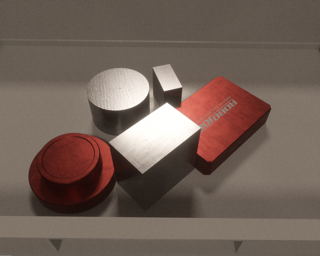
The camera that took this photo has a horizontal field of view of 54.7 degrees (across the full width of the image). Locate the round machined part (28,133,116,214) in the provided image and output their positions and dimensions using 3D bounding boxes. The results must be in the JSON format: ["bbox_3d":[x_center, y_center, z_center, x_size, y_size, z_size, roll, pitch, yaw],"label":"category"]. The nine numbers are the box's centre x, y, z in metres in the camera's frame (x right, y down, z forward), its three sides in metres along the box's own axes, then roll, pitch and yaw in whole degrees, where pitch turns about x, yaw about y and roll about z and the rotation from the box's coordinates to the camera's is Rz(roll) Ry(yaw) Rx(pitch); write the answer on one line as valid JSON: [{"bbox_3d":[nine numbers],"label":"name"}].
[{"bbox_3d":[-0.100,0.044,0.356,0.099,0.042,0.098,0,50,0],"label":"round machined part"}]

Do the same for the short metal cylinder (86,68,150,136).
[{"bbox_3d":[-0.054,-0.036,0.418,0.081,0.050,0.080,0,50,0],"label":"short metal cylinder"}]

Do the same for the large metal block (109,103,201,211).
[{"bbox_3d":[-0.004,0.032,0.342,0.080,0.080,0.050,-36,59,-26],"label":"large metal block"}]

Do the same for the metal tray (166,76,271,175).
[{"bbox_3d":[0.071,-0.009,0.410,0.131,0.030,0.090,-37,59,-27],"label":"metal tray"}]

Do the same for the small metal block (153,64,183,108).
[{"bbox_3d":[0.009,-0.052,0.433,0.025,0.050,0.050,-14,52,-12],"label":"small metal block"}]
